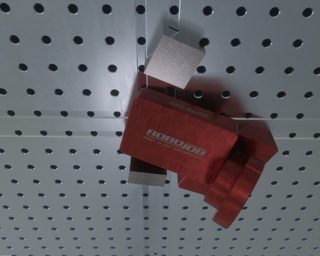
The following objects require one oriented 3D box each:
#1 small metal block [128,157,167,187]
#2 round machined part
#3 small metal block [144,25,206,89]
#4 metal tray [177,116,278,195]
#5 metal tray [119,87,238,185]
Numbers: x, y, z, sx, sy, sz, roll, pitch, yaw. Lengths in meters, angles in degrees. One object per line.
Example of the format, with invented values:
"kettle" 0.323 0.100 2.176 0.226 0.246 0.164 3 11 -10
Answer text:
"small metal block" -0.018 0.054 0.441 0.050 0.050 0.025 7 130 -7
"round machined part" 0.091 0.075 0.398 0.042 0.099 0.097 30 130 15
"small metal block" 0.015 -0.078 0.345 0.050 0.025 0.050 19 127 -16
"metal tray" 0.093 0.049 0.451 0.091 0.030 0.129 20 127 -16
"metal tray" 0.022 0.012 0.395 0.131 0.030 0.089 20 125 1
